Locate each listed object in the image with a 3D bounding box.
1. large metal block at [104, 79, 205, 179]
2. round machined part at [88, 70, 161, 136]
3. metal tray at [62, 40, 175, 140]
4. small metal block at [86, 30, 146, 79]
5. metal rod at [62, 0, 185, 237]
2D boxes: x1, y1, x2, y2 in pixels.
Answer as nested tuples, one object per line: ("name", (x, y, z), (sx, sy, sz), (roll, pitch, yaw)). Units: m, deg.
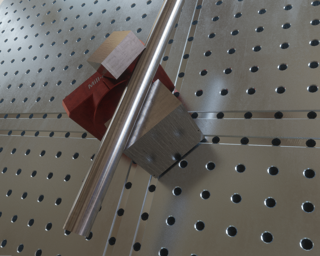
("large metal block", (-0.004, 0.004, 0.368), (0.080, 0.080, 0.050), (-40, 51, 1))
("round machined part", (-0.038, -0.022, 0.398), (0.098, 0.098, 0.042), (-41, 51, 0))
("metal tray", (-0.052, -0.045, 0.419), (0.130, 0.090, 0.030), (-40, 51, 1))
("small metal block", (-0.052, -0.086, 0.362), (0.050, 0.025, 0.050), (-50, 33, -10))
("metal rod", (-0.029, -0.034, 0.340), (0.025, 0.025, 0.300), (7, 65, 31))
